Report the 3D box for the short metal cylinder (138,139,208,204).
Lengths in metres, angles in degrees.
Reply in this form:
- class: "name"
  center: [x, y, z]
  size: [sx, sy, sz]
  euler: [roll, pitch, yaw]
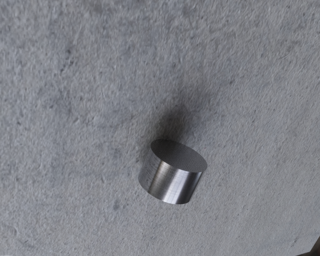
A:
- class: "short metal cylinder"
  center: [0.017, 0.057, 0.417]
  size: [0.081, 0.080, 0.050]
  euler: [8, 114, -32]
